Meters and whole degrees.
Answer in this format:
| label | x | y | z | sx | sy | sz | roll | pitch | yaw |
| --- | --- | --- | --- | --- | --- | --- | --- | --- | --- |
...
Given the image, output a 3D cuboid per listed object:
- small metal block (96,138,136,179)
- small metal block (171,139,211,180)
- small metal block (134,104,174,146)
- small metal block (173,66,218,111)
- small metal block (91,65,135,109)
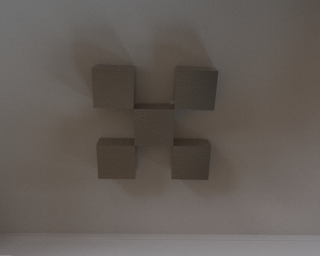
| label | x | y | z | sx | sy | sz | roll | pitch | yaw |
| --- | --- | --- | --- | --- | --- | --- | --- | --- | --- |
| small metal block | -0.058 | 0.042 | 0.424 | 0.050 | 0.025 | 0.050 | 1 | 110 | -1 |
| small metal block | 0.041 | 0.043 | 0.425 | 0.050 | 0.025 | 0.050 | 1 | 110 | -1 |
| small metal block | -0.008 | -0.005 | 0.407 | 0.050 | 0.025 | 0.050 | 0 | 110 | -1 |
| small metal block | 0.044 | -0.050 | 0.390 | 0.050 | 0.025 | 0.050 | 2 | 110 | -1 |
| small metal block | -0.057 | -0.052 | 0.389 | 0.050 | 0.025 | 0.050 | 1 | 110 | -1 |
